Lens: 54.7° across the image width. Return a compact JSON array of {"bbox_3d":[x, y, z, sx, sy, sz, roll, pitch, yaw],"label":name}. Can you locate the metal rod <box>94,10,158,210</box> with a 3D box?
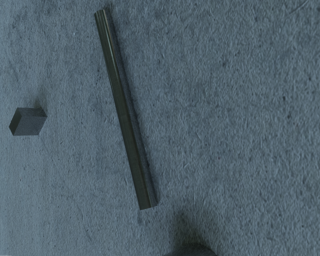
[{"bbox_3d":[-0.052,-0.034,0.448,0.025,0.025,0.299,-24,75,37],"label":"metal rod"}]

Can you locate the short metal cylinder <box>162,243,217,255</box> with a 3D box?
[{"bbox_3d":[0.032,0.182,0.362,0.080,0.050,0.080,0,90,40],"label":"short metal cylinder"}]

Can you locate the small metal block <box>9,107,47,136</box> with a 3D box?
[{"bbox_3d":[-0.255,-0.012,0.599,0.025,0.050,0.050,51,120,28],"label":"small metal block"}]
